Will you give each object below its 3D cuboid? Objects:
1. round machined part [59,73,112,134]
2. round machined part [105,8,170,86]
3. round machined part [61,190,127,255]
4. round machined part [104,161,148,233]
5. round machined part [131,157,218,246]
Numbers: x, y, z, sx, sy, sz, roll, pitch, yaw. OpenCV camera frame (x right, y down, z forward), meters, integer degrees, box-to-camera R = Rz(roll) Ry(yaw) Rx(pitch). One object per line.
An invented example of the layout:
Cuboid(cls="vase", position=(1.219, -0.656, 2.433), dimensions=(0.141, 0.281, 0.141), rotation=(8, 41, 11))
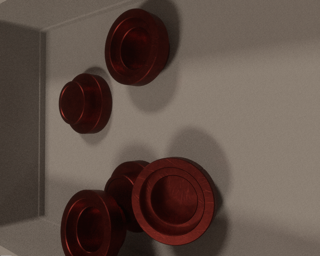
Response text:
Cuboid(cls="round machined part", position=(-0.125, -0.039, 0.496), dimensions=(0.098, 0.042, 0.097), rotation=(0, 90, 39))
Cuboid(cls="round machined part", position=(-0.026, -0.105, 0.415), dimensions=(0.098, 0.042, 0.097), rotation=(0, 90, 39))
Cuboid(cls="round machined part", position=(-0.081, 0.129, 0.399), dimensions=(0.098, 0.042, 0.098), rotation=(-10, 74, 38))
Cuboid(cls="round machined part", position=(-0.040, 0.095, 0.426), dimensions=(0.098, 0.042, 0.097), rotation=(0, 90, 39))
Cuboid(cls="round machined part", position=(0.020, 0.083, 0.365), dimensions=(0.098, 0.042, 0.097), rotation=(-1, 87, 20))
